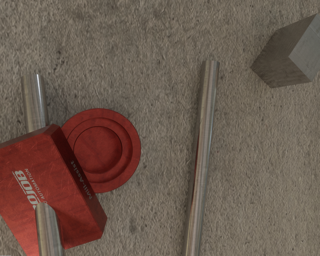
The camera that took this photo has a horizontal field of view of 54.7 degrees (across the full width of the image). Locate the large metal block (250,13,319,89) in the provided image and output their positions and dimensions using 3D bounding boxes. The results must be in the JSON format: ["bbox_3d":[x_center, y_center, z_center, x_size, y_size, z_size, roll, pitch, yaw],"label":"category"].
[{"bbox_3d":[0.194,-0.109,0.453,0.050,0.080,0.080,40,77,-16],"label":"large metal block"}]

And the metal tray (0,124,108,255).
[{"bbox_3d":[-0.125,0.070,0.331,0.090,0.030,0.129,-20,107,7],"label":"metal tray"}]

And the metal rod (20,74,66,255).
[{"bbox_3d":[-0.119,0.087,0.328,0.025,0.025,0.299,-7,79,-20],"label":"metal rod"}]

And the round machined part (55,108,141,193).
[{"bbox_3d":[-0.076,0.026,0.373,0.099,0.042,0.097,0,90,-21],"label":"round machined part"}]

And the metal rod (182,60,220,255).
[{"bbox_3d":[0.056,0.056,0.430,0.025,0.025,0.298,7,88,-20],"label":"metal rod"}]
